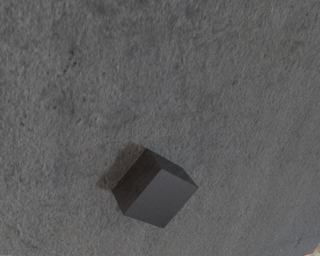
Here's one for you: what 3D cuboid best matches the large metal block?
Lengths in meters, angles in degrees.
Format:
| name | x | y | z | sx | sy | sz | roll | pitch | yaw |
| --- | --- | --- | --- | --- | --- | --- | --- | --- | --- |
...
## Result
| name | x | y | z | sx | sy | sz | roll | pitch | yaw |
| --- | --- | --- | --- | --- | --- | --- | --- | --- | --- |
| large metal block | -0.007 | 0.087 | 0.440 | 0.080 | 0.050 | 0.080 | 33 | 100 | -38 |
